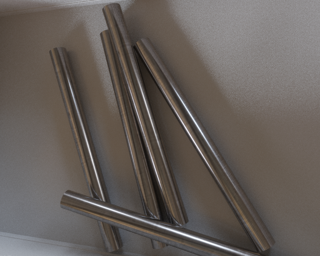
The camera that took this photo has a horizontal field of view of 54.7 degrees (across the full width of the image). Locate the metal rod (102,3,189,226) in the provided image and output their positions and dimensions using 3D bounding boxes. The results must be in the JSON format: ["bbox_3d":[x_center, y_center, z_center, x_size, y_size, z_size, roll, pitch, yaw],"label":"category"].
[{"bbox_3d":[-0.020,-0.018,0.407,0.025,0.025,0.298,-19,87,19],"label":"metal rod"}]

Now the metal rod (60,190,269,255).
[{"bbox_3d":[0.017,0.132,0.379,0.301,0.025,0.025,15,95,12],"label":"metal rod"}]

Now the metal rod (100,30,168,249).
[{"bbox_3d":[-0.035,0.011,0.421,0.025,0.025,0.298,-16,85,19],"label":"metal rod"}]

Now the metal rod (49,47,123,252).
[{"bbox_3d":[-0.108,0.026,0.447,0.025,0.025,0.299,-20,84,18],"label":"metal rod"}]

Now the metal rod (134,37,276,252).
[{"bbox_3d":[0.050,0.013,0.392,0.025,0.025,0.299,-34,80,16],"label":"metal rod"}]
